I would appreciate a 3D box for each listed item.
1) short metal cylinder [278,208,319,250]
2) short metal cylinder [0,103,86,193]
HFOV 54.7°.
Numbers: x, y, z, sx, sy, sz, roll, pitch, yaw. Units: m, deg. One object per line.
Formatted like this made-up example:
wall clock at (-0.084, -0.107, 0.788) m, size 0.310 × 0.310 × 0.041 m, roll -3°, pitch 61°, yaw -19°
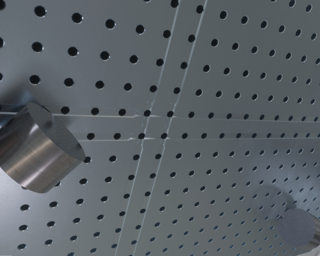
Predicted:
short metal cylinder at (0.311, 0.223, 0.684) m, size 0.050 × 0.080 × 0.080 m, roll 30°, pitch 102°, yaw -38°
short metal cylinder at (-0.124, 0.020, 0.320) m, size 0.050 × 0.080 × 0.080 m, roll -42°, pitch 130°, yaw 0°
